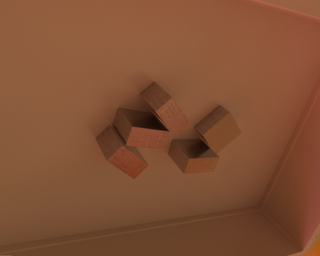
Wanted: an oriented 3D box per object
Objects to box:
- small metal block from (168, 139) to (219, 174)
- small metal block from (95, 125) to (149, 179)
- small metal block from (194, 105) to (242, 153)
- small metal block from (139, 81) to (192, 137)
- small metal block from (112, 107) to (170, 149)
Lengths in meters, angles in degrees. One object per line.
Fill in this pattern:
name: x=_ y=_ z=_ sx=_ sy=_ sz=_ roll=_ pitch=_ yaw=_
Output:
small metal block: x=0.047 y=0.039 z=0.442 sx=0.050 sy=0.050 sz=0.025 roll=0 pitch=119 yaw=-29
small metal block: x=-0.048 y=0.030 z=0.385 sx=0.025 sy=0.050 sz=0.050 roll=-45 pitch=129 yaw=3
small metal block: x=0.086 y=0.003 z=0.457 sx=0.050 sy=0.025 sz=0.050 roll=-41 pitch=130 yaw=-1
small metal block: x=0.006 y=-0.023 z=0.381 sx=0.025 sy=0.050 sz=0.050 roll=-41 pitch=129 yaw=-1
small metal block: x=-0.024 y=0.000 z=0.379 sx=0.050 sy=0.050 sz=0.025 roll=8 pitch=114 yaw=-32
